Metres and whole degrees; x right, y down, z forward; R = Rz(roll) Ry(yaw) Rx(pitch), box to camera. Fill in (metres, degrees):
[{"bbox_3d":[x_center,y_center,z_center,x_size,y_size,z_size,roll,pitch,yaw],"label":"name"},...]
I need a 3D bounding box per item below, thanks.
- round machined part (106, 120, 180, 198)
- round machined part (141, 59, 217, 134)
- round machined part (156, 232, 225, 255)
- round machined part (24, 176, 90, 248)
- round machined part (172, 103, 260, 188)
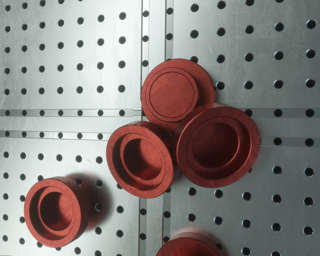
[{"bbox_3d":[-0.017,0.037,0.399,0.098,0.042,0.097,9,110,27],"label":"round machined part"},{"bbox_3d":[0.020,-0.040,0.396,0.098,0.042,0.097,0,90,19],"label":"round machined part"},{"bbox_3d":[0.037,0.187,0.390,0.098,0.042,0.097,0,90,19],"label":"round machined part"},{"bbox_3d":[-0.145,0.119,0.453,0.098,0.042,0.097,0,90,19],"label":"round machined part"},{"bbox_3d":[0.062,0.017,0.365,0.099,0.042,0.097,-4,108,-11],"label":"round machined part"}]
